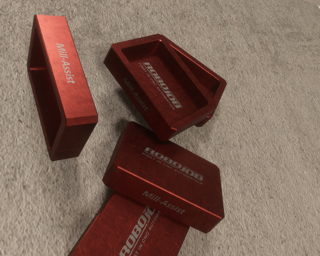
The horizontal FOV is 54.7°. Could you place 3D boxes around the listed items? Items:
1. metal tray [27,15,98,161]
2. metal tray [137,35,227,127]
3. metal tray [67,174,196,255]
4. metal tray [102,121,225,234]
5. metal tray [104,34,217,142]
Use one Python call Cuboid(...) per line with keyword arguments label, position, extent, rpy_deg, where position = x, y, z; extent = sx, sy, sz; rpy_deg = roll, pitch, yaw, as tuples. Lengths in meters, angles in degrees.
Cuboid(label="metal tray", position=(-0.109, -0.041, 0.329), extent=(0.030, 0.090, 0.130), rpy_deg=(-9, 66, -32))
Cuboid(label="metal tray", position=(0.029, -0.072, 0.461), extent=(0.130, 0.030, 0.090), rpy_deg=(35, 51, -6))
Cuboid(label="metal tray", position=(-0.023, 0.107, 0.324), extent=(0.090, 0.030, 0.130), rpy_deg=(37, 51, -4))
Cuboid(label="metal tray", position=(0.009, 0.053, 0.354), extent=(0.131, 0.030, 0.090), rpy_deg=(28, 30, -11))
Cuboid(label="metal tray", position=(0.002, -0.056, 0.394), extent=(0.091, 0.030, 0.130), rpy_deg=(-28, 77, -40))
